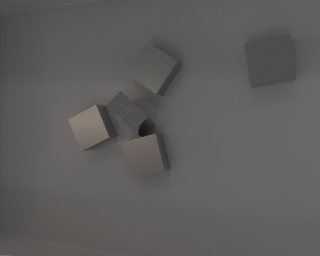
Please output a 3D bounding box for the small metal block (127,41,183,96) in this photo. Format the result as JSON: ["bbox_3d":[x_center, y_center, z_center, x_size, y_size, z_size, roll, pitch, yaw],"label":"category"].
[{"bbox_3d":[-0.007,-0.078,0.413,0.050,0.025,0.050,37,102,16],"label":"small metal block"}]

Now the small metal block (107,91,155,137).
[{"bbox_3d":[-0.036,-0.017,0.407,0.050,0.050,0.025,44,88,15],"label":"small metal block"}]

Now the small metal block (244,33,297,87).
[{"bbox_3d":[0.130,-0.078,0.365,0.050,0.025,0.050,-9,87,19],"label":"small metal block"}]

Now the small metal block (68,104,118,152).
[{"bbox_3d":[-0.096,0.000,0.444,0.050,0.025,0.050,-26,82,18],"label":"small metal block"}]

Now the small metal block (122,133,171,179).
[{"bbox_3d":[-0.018,0.037,0.417,0.050,0.025,0.050,-15,85,19],"label":"small metal block"}]
